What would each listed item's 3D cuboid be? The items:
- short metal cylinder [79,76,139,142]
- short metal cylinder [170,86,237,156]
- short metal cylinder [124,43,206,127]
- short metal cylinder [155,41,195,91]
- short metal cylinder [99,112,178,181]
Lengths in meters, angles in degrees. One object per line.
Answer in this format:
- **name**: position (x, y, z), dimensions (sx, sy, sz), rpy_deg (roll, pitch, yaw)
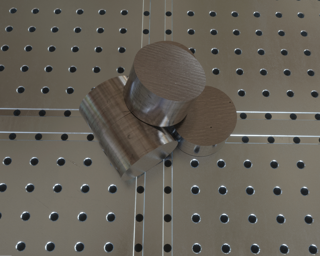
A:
- **short metal cylinder**: position (-0.053, -0.020, 0.389), dimensions (0.080, 0.080, 0.050), rpy_deg (-32, 74, -11)
- **short metal cylinder**: position (0.054, -0.008, 0.401), dimensions (0.081, 0.050, 0.080), rpy_deg (0, 70, 0)
- **short metal cylinder**: position (0.004, -0.048, 0.348), dimensions (0.081, 0.050, 0.080), rpy_deg (10, 56, -15)
- **short metal cylinder**: position (0.009, -0.071, 0.423), dimensions (0.081, 0.050, 0.080), rpy_deg (0, 70, 0)
- **short metal cylinder**: position (-0.026, 0.020, 0.375), dimensions (0.080, 0.080, 0.050), rpy_deg (-32, 74, -11)
